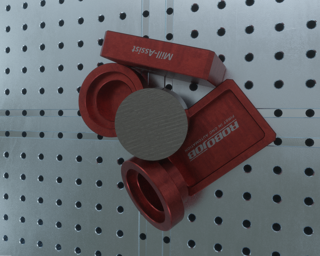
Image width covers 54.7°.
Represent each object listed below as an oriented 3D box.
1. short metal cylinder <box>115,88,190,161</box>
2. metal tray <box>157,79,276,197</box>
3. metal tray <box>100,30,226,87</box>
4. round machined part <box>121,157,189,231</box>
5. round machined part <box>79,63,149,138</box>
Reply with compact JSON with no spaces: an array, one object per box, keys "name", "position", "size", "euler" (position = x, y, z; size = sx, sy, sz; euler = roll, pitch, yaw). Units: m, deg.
[{"name":"short metal cylinder","position":[-0.007,-0.007,0.361],"size":[0.080,0.050,0.079],"euler":[1,99,7]},{"name":"metal tray","position":[0.064,0.013,0.386],"size":[0.130,0.030,0.090],"euler":[-38,78,15]},{"name":"metal tray","position":[0.007,-0.081,0.375],"size":[0.130,0.090,0.030],"euler":[16,96,19]},{"name":"round machined part","position":[-0.003,0.074,0.385],"size":[0.098,0.042,0.097],"euler":[37,143,35]},{"name":"round machined part","position":[-0.057,-0.036,0.423],"size":[0.098,0.042,0.097],"euler":[0,90,19]}]
